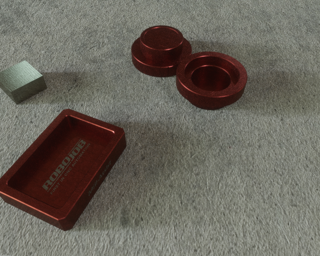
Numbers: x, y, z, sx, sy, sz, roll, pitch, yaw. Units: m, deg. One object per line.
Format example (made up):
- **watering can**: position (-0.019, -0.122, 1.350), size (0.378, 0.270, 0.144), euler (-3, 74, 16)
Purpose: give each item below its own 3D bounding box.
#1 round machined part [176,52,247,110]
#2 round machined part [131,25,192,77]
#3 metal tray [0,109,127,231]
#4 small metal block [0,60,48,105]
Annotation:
- **round machined part**: position (0.072, -0.064, 0.447), size (0.099, 0.042, 0.098), euler (0, 50, 0)
- **round machined part**: position (0.003, -0.130, 0.501), size (0.099, 0.042, 0.098), euler (0, 50, 0)
- **metal tray**: position (-0.109, 0.042, 0.363), size (0.090, 0.030, 0.130), euler (20, 52, 15)
- **small metal block**: position (-0.206, -0.068, 0.458), size (0.050, 0.025, 0.050), euler (-37, 60, -27)
